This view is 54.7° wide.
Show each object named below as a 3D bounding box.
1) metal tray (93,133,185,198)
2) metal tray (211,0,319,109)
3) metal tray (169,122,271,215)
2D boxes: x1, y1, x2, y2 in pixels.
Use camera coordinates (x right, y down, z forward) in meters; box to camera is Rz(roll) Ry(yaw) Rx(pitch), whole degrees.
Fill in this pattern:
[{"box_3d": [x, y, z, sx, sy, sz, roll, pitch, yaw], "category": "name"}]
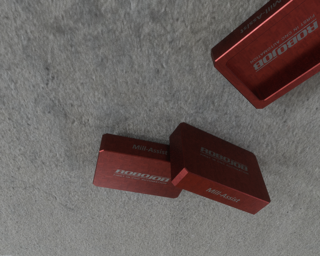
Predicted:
[{"box_3d": [-0.025, 0.058, 0.446, 0.131, 0.030, 0.089, 11, 137, -10], "category": "metal tray"}, {"box_3d": [0.132, -0.088, 0.330, 0.130, 0.030, 0.090, -37, 122, 27], "category": "metal tray"}, {"box_3d": [0.077, 0.053, 0.410, 0.131, 0.090, 0.030, 23, 126, -19], "category": "metal tray"}]
